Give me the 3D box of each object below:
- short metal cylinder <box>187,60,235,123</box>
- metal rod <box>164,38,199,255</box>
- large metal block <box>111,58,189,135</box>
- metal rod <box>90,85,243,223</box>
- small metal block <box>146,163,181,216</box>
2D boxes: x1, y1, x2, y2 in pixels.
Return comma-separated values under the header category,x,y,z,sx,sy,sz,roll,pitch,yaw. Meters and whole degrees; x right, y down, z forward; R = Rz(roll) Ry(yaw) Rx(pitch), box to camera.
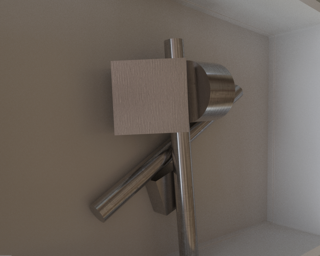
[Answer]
category,x,y,z,sx,sy,sz,roll,pitch,yaw
short metal cylinder,0.052,-0.048,0.414,0.050,0.080,0.079,-6,94,-42
metal rod,0.028,0.038,0.397,0.025,0.025,0.298,-6,93,-40
large metal block,-0.010,-0.035,0.356,0.081,0.050,0.079,-3,92,0
metal rod,0.028,0.018,0.430,0.302,0.025,0.025,-39,114,-33
small metal block,0.012,0.081,0.417,0.050,0.025,0.050,-27,107,-37
